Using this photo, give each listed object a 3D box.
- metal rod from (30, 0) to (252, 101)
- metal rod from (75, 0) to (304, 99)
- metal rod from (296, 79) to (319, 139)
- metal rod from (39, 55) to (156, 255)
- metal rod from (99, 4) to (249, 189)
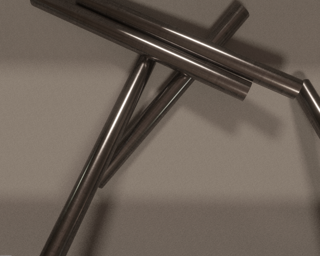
[{"bbox_3d":[-0.028,-0.109,0.393,0.301,0.025,0.025,26,90,6],"label":"metal rod"},{"bbox_3d":[0.030,-0.109,0.390,0.301,0.025,0.025,25,90,8],"label":"metal rod"},{"bbox_3d":[0.231,0.070,0.352,0.025,0.025,0.299,-18,65,0],"label":"metal rod"},{"bbox_3d":[-0.072,0.039,0.362,0.025,0.025,0.300,23,70,0],"label":"metal rod"},{"bbox_3d":[0.012,-0.042,0.411,0.025,0.025,0.300,40,90,-1],"label":"metal rod"}]
